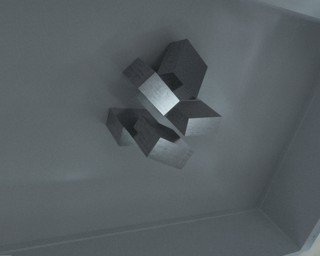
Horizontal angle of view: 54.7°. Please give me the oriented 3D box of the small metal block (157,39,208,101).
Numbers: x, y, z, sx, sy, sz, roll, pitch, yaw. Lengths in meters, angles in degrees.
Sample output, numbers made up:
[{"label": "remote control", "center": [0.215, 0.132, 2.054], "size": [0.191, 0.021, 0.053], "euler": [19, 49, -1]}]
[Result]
[{"label": "small metal block", "center": [0.028, -0.068, 0.368], "size": [0.050, 0.025, 0.050], "euler": [43, 58, -39]}]

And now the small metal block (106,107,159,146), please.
[{"label": "small metal block", "center": [-0.032, -0.002, 0.375], "size": [0.050, 0.050, 0.025], "euler": [1, 118, -29]}]

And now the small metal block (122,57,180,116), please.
[{"label": "small metal block", "center": [-0.011, -0.048, 0.358], "size": [0.025, 0.050, 0.050], "euler": [-43, 130, 2]}]

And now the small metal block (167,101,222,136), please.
[{"label": "small metal block", "center": [0.045, -0.014, 0.410], "size": [0.050, 0.050, 0.025], "euler": [-4, 120, -27]}]

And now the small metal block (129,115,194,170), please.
[{"label": "small metal block", "center": [0.001, 0.016, 0.340], "size": [0.050, 0.050, 0.025], "euler": [24, 105, -37]}]
